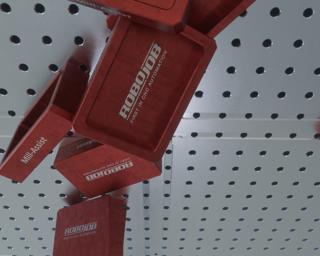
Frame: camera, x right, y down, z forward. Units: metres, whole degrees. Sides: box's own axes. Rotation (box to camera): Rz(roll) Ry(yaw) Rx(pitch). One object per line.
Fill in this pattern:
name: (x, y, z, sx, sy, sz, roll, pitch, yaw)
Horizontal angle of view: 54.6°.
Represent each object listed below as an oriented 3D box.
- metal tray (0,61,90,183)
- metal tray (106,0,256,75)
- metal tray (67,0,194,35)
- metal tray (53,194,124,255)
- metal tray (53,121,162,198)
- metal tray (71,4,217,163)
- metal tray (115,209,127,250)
metal tray: (-0.135, -0.006, 0.361, 0.030, 0.090, 0.130, 33, 123, -27)
metal tray: (0.022, -0.123, 0.303, 0.090, 0.030, 0.130, 36, 122, -27)
metal tray: (-0.031, -0.137, 0.240, 0.130, 0.030, 0.090, 19, 96, 5)
metal tray: (-0.114, 0.164, 0.488, 0.130, 0.090, 0.030, -23, 146, 32)
metal tray: (-0.073, 0.049, 0.450, 0.130, 0.030, 0.090, -21, 127, 17)
metal tray: (-0.016, -0.042, 0.293, 0.090, 0.030, 0.129, 24, 97, -19)
metal tray: (-0.095, 0.211, 0.547, 0.030, 0.090, 0.129, 16, 128, -13)
